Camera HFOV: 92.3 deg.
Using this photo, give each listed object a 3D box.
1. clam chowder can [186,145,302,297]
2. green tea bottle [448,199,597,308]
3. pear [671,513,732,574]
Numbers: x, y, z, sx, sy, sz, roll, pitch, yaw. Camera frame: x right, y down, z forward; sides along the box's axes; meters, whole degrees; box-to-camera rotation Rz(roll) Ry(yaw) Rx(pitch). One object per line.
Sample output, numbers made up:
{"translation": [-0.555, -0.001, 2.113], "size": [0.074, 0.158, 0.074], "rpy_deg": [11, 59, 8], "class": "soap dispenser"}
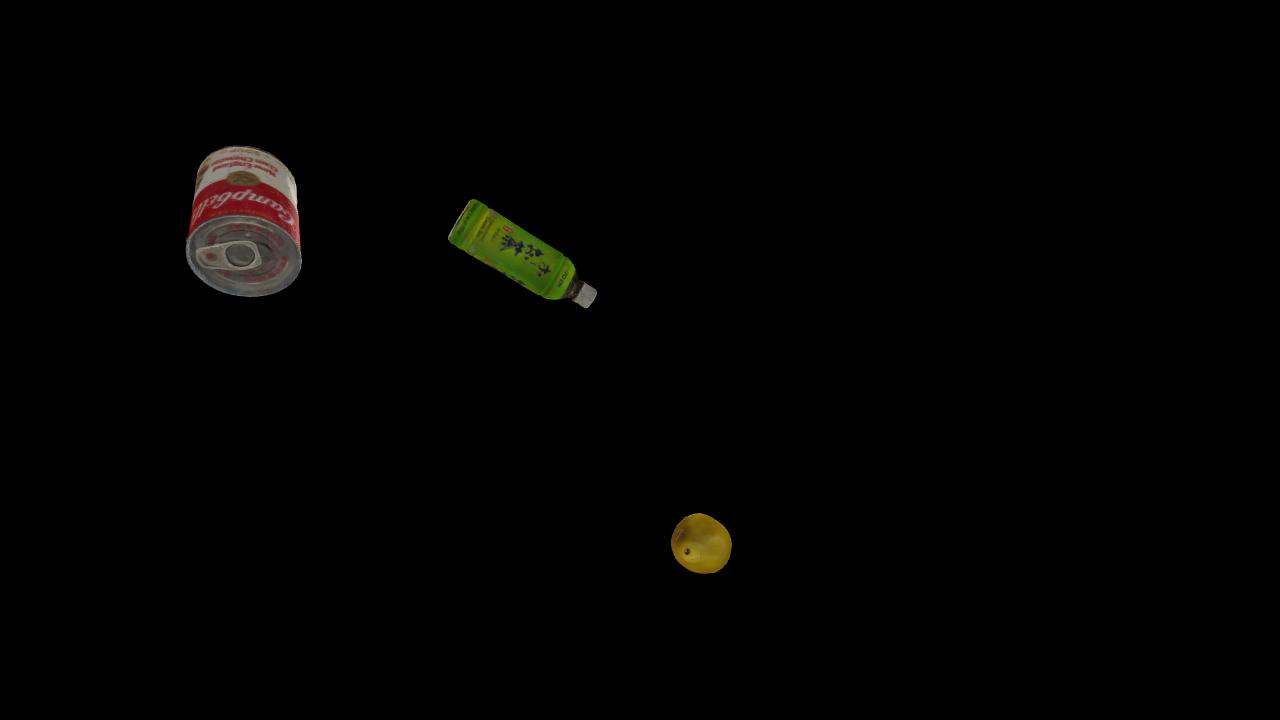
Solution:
{"translation": [-0.288, -0.104, 0.452], "size": [0.068, 0.068, 0.102], "rpy_deg": [0, 43, -31], "class": "clam chowder can"}
{"translation": [-0.155, -0.139, 0.853], "size": [0.212, 0.073, 0.073], "rpy_deg": [29, -9, -18], "class": "green tea bottle"}
{"translation": [0.068, 0.239, 0.790], "size": [0.080, 0.080, 0.111], "rpy_deg": [0, -8, 33], "class": "pear"}
